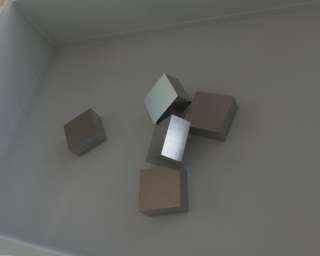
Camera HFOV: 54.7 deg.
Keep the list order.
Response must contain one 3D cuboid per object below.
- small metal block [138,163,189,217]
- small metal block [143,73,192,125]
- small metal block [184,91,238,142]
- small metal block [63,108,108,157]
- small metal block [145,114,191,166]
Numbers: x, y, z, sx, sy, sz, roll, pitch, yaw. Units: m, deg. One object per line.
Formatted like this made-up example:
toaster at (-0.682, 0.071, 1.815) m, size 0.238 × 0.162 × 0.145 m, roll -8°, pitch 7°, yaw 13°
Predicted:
small metal block at (0.004, 0.072, 0.359) m, size 0.050 × 0.025 × 0.050 m, roll -13°, pitch 56°, yaw 21°
small metal block at (0.009, -0.036, 0.409) m, size 0.050 × 0.025 × 0.050 m, roll -50°, pitch 43°, yaw 25°
small metal block at (0.062, -0.015, 0.382) m, size 0.050 × 0.025 × 0.050 m, roll 12°, pitch 68°, yaw 33°
small metal block at (-0.111, 0.007, 0.460) m, size 0.050 × 0.025 × 0.050 m, roll -32°, pitch 52°, yaw 7°
small metal block at (0.009, 0.017, 0.372) m, size 0.050 × 0.025 × 0.050 m, roll -33°, pitch 38°, yaw 62°
